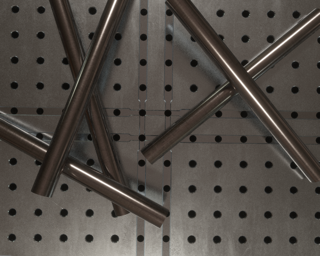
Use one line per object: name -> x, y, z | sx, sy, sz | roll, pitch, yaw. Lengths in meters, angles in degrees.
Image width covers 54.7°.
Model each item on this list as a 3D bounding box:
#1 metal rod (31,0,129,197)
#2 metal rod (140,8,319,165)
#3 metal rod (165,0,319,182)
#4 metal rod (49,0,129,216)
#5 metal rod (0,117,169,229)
metal rod -> -0.091, -0.062, 0.387 | 0.025, 0.025, 0.299 | 19, 80, -1
metal rod -> 0.098, -0.055, 0.414 | 0.300, 0.025, 0.025 | -39, 91, -1
metal rod -> 0.114, -0.046, 0.391 | 0.025, 0.025, 0.300 | -42, 100, 0
metal rod -> -0.091, -0.030, 0.412 | 0.025, 0.025, 0.298 | -17, 90, 0
metal rod -> -0.127, 0.043, 0.394 | 0.301, 0.025, 0.025 | 27, 90, 6
